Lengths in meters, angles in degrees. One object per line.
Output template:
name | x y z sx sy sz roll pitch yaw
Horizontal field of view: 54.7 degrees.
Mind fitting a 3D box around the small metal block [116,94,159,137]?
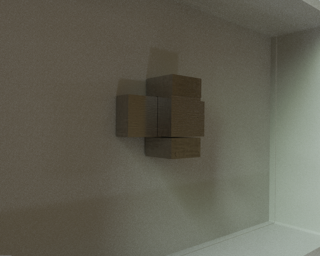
small metal block | -0.025 -0.014 0.382 0.050 0.025 0.050 1 90 -40

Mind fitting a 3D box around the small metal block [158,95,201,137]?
small metal block | 0.025 -0.014 0.391 0.050 0.025 0.050 1 90 -40

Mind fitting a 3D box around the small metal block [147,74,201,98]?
small metal block | 0.018 -0.052 0.402 0.050 0.050 0.025 1 90 -40

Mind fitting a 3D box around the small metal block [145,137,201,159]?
small metal block | 0.017 0.024 0.400 0.050 0.050 0.025 1 90 -40

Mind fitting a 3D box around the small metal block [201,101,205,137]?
small metal block | 0.036 -0.013 0.434 0.050 0.025 0.050 1 90 -40
